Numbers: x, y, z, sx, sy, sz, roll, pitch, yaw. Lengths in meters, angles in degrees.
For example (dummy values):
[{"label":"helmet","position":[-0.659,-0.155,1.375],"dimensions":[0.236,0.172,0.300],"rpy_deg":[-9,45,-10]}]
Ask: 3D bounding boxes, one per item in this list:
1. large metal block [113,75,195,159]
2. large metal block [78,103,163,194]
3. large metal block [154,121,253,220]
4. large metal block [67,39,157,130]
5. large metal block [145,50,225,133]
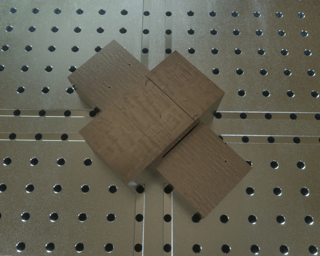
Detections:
[{"label":"large metal block","position":[-0.008,-0.005,0.385],"dimensions":[0.050,0.080,0.080],"rpy_deg":[-43,76,-14]},{"label":"large metal block","position":[-0.043,0.028,0.372],"dimensions":[0.050,0.080,0.080],"rpy_deg":[-43,76,-14]},{"label":"large metal block","position":[0.050,0.053,0.380],"dimensions":[0.080,0.050,0.080],"rpy_deg":[-42,76,-13]},{"label":"large metal block","position":[-0.061,-0.057,0.416],"dimensions":[0.080,0.050,0.080],"rpy_deg":[43,76,13]},{"label":"large metal block","position":[0.029,-0.038,0.397],"dimensions":[0.050,0.080,0.080],"rpy_deg":[-43,76,-14]}]
